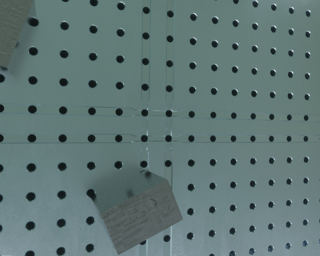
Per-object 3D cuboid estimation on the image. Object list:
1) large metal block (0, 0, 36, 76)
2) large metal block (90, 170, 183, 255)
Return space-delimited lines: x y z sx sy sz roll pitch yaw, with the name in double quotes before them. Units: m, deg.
"large metal block" -0.188 -0.112 0.330 0.080 0.050 0.080 20 83 -19
"large metal block" -0.031 0.095 0.372 0.081 0.080 0.050 -23 98 -18
